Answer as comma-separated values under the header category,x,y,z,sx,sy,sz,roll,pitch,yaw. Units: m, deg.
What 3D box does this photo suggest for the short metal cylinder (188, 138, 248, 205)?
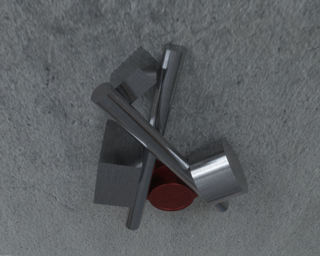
category,x,y,z,sx,sy,sz,roll,pitch,yaw
short metal cylinder,0.080,0.059,0.425,0.050,0.080,0.080,-26,126,20

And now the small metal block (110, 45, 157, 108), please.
category,x,y,z,sx,sy,sz,roll,pitch,yaw
small metal block,-0.030,-0.056,0.344,0.050,0.050,0.025,-37,121,27

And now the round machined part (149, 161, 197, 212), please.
category,x,y,z,sx,sy,sz,roll,pitch,yaw
round machined part,0.017,0.092,0.477,0.099,0.042,0.097,-1,130,0

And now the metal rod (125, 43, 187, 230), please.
category,x,y,z,sx,sy,sz,roll,pitch,yaw
metal rod,-0.014,0.034,0.417,0.025,0.025,0.298,9,124,-8

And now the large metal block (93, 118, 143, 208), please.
category,x,y,z,sx,sy,sz,roll,pitch,yaw
large metal block,-0.054,0.046,0.412,0.050,0.080,0.079,9,130,-8

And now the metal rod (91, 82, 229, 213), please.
category,x,y,z,sx,sy,sz,roll,pitch,yaw
metal rod,0.021,0.045,0.402,0.025,0.025,0.300,-26,135,20
